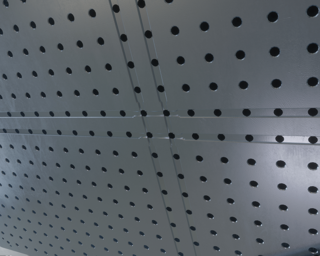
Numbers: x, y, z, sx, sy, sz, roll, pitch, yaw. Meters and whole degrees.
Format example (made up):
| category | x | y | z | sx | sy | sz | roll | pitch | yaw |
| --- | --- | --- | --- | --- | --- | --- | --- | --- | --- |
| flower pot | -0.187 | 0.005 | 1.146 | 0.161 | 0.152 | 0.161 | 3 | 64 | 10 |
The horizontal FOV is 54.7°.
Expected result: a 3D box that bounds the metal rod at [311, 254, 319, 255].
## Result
| category | x | y | z | sx | sy | sz | roll | pitch | yaw |
| --- | --- | --- | --- | --- | --- | --- | --- | --- | --- |
| metal rod | 0.203 | 0.188 | 0.420 | 0.025 | 0.025 | 0.299 | 48 | 129 | -6 |
